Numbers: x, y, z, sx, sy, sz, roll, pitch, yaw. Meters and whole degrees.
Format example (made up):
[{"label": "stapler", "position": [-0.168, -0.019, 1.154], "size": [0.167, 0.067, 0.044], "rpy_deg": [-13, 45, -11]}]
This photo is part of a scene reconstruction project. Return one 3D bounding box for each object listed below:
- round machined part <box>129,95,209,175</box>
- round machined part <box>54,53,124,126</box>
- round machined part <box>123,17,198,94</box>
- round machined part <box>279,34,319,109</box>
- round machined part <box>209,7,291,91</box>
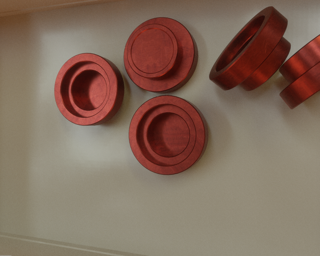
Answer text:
[{"label": "round machined part", "position": [0.013, 0.008, 0.396], "size": [0.098, 0.042, 0.097], "rpy_deg": [0, 90, 19]}, {"label": "round machined part", "position": [-0.094, -0.052, 0.433], "size": [0.098, 0.042, 0.097], "rpy_deg": [0, 90, 19]}, {"label": "round machined part", "position": [-0.003, -0.095, 0.402], "size": [0.098, 0.042, 0.097], "rpy_deg": [0, 90, 19]}, {"label": "round machined part", "position": [0.163, -0.065, 0.315], "size": [0.098, 0.098, 0.042], "rpy_deg": [-38, 79, 16]}, {"label": "round machined part", "position": [0.102, -0.079, 0.341], "size": [0.042, 0.098, 0.098], "rpy_deg": [37, 103, -10]}]
